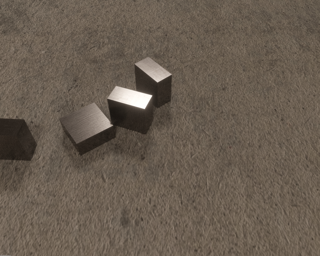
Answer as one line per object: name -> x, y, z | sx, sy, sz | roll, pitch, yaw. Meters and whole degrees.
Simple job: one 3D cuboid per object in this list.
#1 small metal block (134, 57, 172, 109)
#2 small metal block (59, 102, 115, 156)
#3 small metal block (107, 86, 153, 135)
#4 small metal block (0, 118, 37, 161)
small metal block -> -0.010, -0.064, 0.441 | 0.025, 0.050, 0.050 | -33, 58, -25
small metal block -> -0.094, 0.000, 0.402 | 0.050, 0.025, 0.050 | -29, 56, -23
small metal block -> -0.038, -0.023, 0.406 | 0.050, 0.050, 0.025 | 16, 52, 13
small metal block -> -0.184, 0.014, 0.373 | 0.050, 0.050, 0.025 | 3, 50, 2
